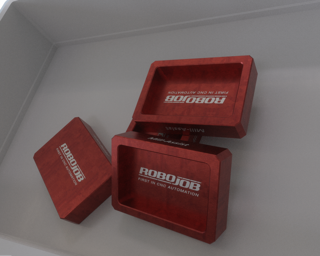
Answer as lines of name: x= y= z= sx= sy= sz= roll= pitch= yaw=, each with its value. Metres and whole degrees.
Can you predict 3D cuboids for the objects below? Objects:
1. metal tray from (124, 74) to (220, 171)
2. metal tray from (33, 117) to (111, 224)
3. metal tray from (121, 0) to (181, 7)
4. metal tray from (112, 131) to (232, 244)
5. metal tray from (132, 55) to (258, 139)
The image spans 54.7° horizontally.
metal tray: x=0.011 y=-0.007 z=0.400 sx=0.090 sy=0.030 sz=0.130 roll=13 pitch=68 yaw=33
metal tray: x=-0.116 y=0.054 z=0.430 sx=0.090 sy=0.030 sz=0.130 roll=-42 pitch=51 yaw=-1
metal tray: x=-0.008 y=-0.270 z=0.575 sx=0.130 sy=0.030 sz=0.090 roll=17 pitch=70 yaw=34
metal tray: x=0.007 y=0.058 z=0.332 sx=0.130 sy=0.030 sz=0.089 roll=9 pitch=104 yaw=32
metal tray: x=0.040 y=-0.038 z=0.365 sx=0.130 sy=0.030 sz=0.090 roll=4 pitch=63 yaw=29
